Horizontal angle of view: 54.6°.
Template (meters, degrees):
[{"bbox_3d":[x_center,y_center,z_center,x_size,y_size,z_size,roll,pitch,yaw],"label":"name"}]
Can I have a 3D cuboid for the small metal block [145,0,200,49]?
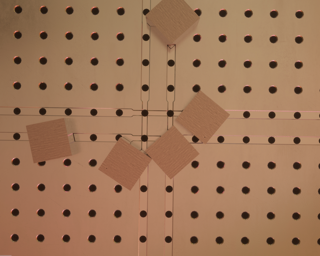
[{"bbox_3d":[0.017,-0.144,0.413,0.050,0.025,0.050,-42,90,0],"label":"small metal block"}]

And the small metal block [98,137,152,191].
[{"bbox_3d":[-0.045,0.047,0.413,0.050,0.025,0.050,34,90,0],"label":"small metal block"}]

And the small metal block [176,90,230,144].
[{"bbox_3d":[0.056,-0.014,0.414,0.050,0.025,0.050,40,90,0],"label":"small metal block"}]

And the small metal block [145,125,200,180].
[{"bbox_3d":[0.016,0.032,0.413,0.050,0.025,0.050,-42,90,0],"label":"small metal block"}]

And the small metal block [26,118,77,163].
[{"bbox_3d":[-0.143,0.016,0.413,0.050,0.025,0.050,-12,90,0],"label":"small metal block"}]
